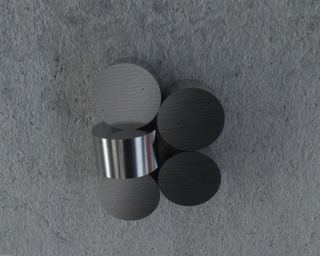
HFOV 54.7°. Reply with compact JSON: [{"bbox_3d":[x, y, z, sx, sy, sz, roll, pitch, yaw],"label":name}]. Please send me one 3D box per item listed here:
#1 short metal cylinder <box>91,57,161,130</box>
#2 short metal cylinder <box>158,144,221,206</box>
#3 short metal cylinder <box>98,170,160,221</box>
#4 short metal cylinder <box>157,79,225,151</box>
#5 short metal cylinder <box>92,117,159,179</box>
[{"bbox_3d":[-0.039,-0.044,0.381,0.080,0.050,0.079,0,110,1],"label":"short metal cylinder"},{"bbox_3d":[0.038,0.057,0.418,0.080,0.050,0.079,0,111,1],"label":"short metal cylinder"},{"bbox_3d":[-0.040,0.079,0.426,0.080,0.050,0.079,0,110,1],"label":"short metal cylinder"},{"bbox_3d":[0.037,-0.018,0.391,0.081,0.050,0.079,0,111,0],"label":"short metal cylinder"},{"bbox_3d":[-0.042,0.022,0.389,0.080,0.080,0.050,-3,110,1],"label":"short metal cylinder"}]
